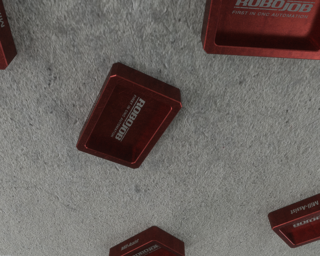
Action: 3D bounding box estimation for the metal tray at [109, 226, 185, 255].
[{"bbox_3d":[-0.027,0.248,0.614,0.130,0.030,0.090,-35,122,26],"label":"metal tray"}]

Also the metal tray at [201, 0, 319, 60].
[{"bbox_3d":[0.112,-0.117,0.304,0.131,0.030,0.089,2,130,-3],"label":"metal tray"}]

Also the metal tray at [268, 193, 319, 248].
[{"bbox_3d":[0.270,0.160,0.542,0.130,0.030,0.090,-31,124,23],"label":"metal tray"}]

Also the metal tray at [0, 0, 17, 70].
[{"bbox_3d":[-0.204,-0.121,0.298,0.091,0.030,0.129,1,130,-2],"label":"metal tray"}]

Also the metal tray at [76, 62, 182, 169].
[{"bbox_3d":[-0.042,-0.009,0.395,0.091,0.030,0.129,22,127,-18],"label":"metal tray"}]
